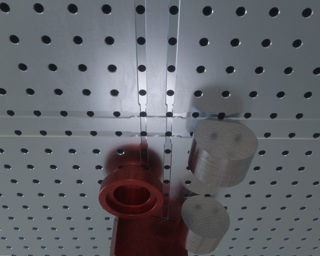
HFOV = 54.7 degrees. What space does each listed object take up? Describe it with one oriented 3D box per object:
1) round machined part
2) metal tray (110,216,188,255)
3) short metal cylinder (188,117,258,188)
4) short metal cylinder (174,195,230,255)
[{"bbox_3d":[-0.043,0.096,0.482,0.099,0.042,0.097,0,130,0],"label":"round machined part"},{"bbox_3d":[-0.017,0.200,0.539,0.131,0.090,0.030,18,128,-15],"label":"metal tray"},{"bbox_3d":[0.080,0.030,0.402,0.081,0.080,0.050,4,130,-4],"label":"short metal cylinder"},{"bbox_3d":[0.068,0.159,0.512,0.081,0.080,0.050,9,130,-8],"label":"short metal cylinder"}]
